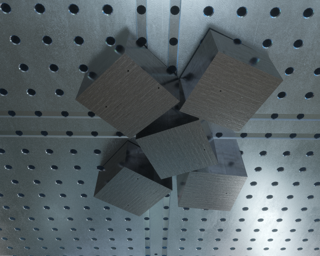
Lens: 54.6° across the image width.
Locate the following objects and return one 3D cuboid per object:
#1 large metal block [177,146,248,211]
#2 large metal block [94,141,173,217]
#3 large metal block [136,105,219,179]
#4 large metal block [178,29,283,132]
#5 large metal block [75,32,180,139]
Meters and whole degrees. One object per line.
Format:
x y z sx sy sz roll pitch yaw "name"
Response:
0.073 0.076 0.460 0.080 0.050 0.079 6 130 -6 "large metal block"
-0.039 0.077 0.458 0.080 0.050 0.080 31 123 -23 "large metal block"
0.023 0.014 0.406 0.080 0.050 0.080 -18 128 14 "large metal block"
0.074 -0.051 0.351 0.080 0.050 0.080 18 128 -19 "large metal block"
-0.035 -0.046 0.355 0.080 0.050 0.080 -36 121 27 "large metal block"
